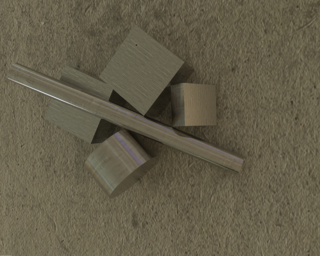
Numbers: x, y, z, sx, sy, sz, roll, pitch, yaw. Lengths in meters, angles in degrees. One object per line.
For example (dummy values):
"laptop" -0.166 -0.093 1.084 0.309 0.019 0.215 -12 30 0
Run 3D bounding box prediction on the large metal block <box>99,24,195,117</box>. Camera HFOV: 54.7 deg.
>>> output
"large metal block" -0.016 -0.071 0.400 0.080 0.050 0.080 41 103 15

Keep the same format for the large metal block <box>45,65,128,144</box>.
"large metal block" -0.100 -0.032 0.432 0.080 0.050 0.080 26 99 18

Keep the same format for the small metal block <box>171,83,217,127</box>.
"small metal block" 0.042 -0.027 0.380 0.025 0.050 0.050 -2 89 56

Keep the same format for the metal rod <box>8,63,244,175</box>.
"metal rod" -0.043 -0.012 0.381 0.301 0.025 0.025 22 98 2

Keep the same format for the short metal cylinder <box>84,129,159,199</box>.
"short metal cylinder" -0.048 0.045 0.397 0.080 0.080 0.050 -46 76 14
